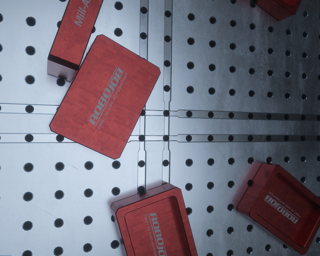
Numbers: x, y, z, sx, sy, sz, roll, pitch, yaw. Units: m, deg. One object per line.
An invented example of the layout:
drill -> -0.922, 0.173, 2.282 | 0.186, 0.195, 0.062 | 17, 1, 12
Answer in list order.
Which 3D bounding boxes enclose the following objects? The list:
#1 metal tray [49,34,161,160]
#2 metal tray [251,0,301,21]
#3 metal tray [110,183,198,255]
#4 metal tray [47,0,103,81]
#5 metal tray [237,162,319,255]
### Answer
metal tray -> -0.067, -0.037, 0.386 | 0.090, 0.030, 0.130 | 28, 81, -18
metal tray -> 0.189, -0.247, 0.481 | 0.090, 0.030, 0.130 | 27, 81, -18
metal tray -> -0.004, 0.149, 0.409 | 0.091, 0.030, 0.129 | -16, 96, -20
metal tray -> -0.089, -0.122, 0.345 | 0.030, 0.090, 0.129 | 20, 83, -19
metal tray -> 0.194, 0.126, 0.483 | 0.130, 0.030, 0.090 | 37, 78, -17
